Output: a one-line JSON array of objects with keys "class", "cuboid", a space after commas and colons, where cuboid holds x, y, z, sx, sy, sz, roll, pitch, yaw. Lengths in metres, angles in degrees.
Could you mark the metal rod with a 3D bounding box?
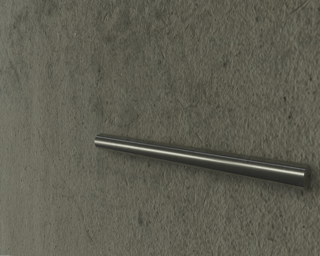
[{"class": "metal rod", "cuboid": [0.023, 0.033, 0.386, 0.300, 0.025, 0.025, 6, 94, 40]}]
